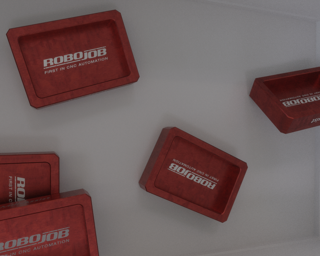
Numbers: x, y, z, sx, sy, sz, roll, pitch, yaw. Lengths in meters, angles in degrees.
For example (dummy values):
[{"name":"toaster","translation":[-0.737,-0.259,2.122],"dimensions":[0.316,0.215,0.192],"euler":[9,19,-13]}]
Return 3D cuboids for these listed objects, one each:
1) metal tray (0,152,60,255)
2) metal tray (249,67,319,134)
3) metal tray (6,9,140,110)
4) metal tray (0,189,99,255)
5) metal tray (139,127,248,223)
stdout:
[{"name":"metal tray","translation":[-0.161,0.093,0.348],"dimensions":[0.091,0.030,0.129],"euler":[0,90,-20]},{"name":"metal tray","translation":[0.211,-0.044,0.451],"dimensions":[0.131,0.090,0.030],"euler":[-12,138,-17]},{"name":"metal tray","translation":[-0.100,-0.082,0.370],"dimensions":[0.131,0.030,0.090],"euler":[-18,96,-19]},{"name":"metal tray","translation":[-0.135,0.122,0.325],"dimensions":[0.131,0.030,0.089],"euler":[-8,93,-20]},{"name":"metal tray","translation":[0.048,0.064,0.425],"dimensions":[0.131,0.030,0.090],"euler":[27,81,-18]}]
